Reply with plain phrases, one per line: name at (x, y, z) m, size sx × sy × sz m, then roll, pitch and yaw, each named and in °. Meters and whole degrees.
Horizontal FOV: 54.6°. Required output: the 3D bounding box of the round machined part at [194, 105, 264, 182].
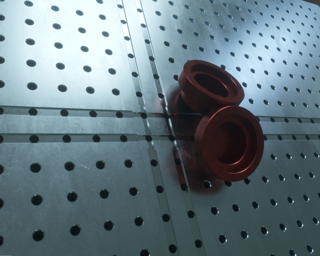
round machined part at (0.087, 0.020, 0.415) m, size 0.099 × 0.042 × 0.097 m, roll 0°, pitch 89°, yaw -25°

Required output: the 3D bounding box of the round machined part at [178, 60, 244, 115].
round machined part at (0.071, -0.054, 0.457) m, size 0.099 × 0.042 × 0.098 m, roll 17°, pitch 40°, yaw -14°
